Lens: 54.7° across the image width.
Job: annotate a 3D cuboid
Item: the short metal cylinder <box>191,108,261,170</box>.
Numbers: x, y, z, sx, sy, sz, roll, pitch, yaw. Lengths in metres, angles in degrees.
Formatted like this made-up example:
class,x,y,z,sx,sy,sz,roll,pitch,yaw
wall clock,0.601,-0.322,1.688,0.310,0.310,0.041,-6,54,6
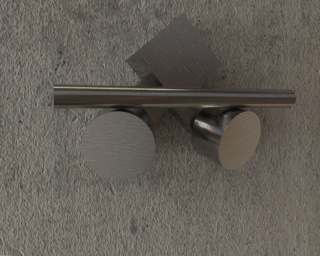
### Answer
class,x,y,z,sx,sy,sz,roll,pitch,yaw
short metal cylinder,0.089,0.009,0.415,0.081,0.050,0.079,-16,117,-33

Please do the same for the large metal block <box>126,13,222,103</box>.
class,x,y,z,sx,sy,sz,roll,pitch,yaw
large metal block,0.017,-0.085,0.401,0.080,0.050,0.080,-44,104,-15

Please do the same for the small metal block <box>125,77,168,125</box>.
class,x,y,z,sx,sy,sz,roll,pitch,yaw
small metal block,-0.023,-0.029,0.402,0.050,0.025,0.050,-45,104,-15

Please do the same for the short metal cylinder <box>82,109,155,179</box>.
class,x,y,z,sx,sy,sz,roll,pitch,yaw
short metal cylinder,-0.046,0.013,0.365,0.081,0.050,0.079,0,107,-1

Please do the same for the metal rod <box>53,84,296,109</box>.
class,x,y,z,sx,sy,sz,roll,pitch,yaw
metal rod,0.033,-0.036,0.368,0.303,0.025,0.025,-2,91,-20

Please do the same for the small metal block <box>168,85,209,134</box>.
class,x,y,z,sx,sy,sz,roll,pitch,yaw
small metal block,0.045,-0.027,0.427,0.050,0.025,0.050,-45,104,-14
